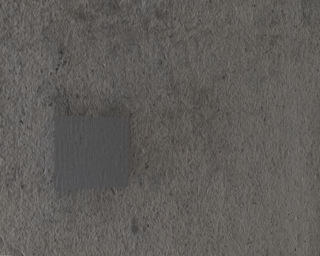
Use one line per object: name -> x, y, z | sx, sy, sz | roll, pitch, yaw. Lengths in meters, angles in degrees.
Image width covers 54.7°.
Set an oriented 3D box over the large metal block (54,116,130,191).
large metal block -> -0.082, 0.027, 0.365 | 0.081, 0.050, 0.080 | 1, 90, -20
